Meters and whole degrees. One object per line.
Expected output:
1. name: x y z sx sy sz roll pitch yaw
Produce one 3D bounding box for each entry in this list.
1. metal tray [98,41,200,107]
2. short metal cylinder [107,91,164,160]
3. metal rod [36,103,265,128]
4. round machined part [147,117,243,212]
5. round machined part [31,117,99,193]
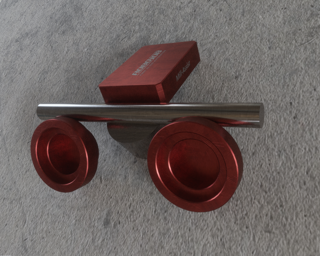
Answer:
1. metal tray: -0.010 -0.075 0.417 0.090 0.030 0.131 2 37 29
2. short metal cylinder: -0.021 -0.005 0.403 0.080 0.050 0.080 -13 56 20
3. metal rod: -0.034 -0.018 0.369 0.300 0.025 0.025 2 63 29
4. round machined part: 0.039 0.035 0.329 0.098 0.042 0.097 8 108 26
5. round machined part: -0.122 0.033 0.415 0.098 0.042 0.097 6 103 26
